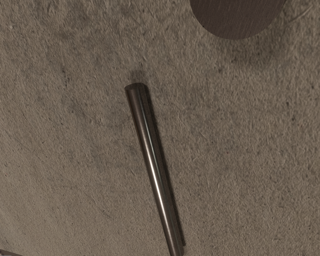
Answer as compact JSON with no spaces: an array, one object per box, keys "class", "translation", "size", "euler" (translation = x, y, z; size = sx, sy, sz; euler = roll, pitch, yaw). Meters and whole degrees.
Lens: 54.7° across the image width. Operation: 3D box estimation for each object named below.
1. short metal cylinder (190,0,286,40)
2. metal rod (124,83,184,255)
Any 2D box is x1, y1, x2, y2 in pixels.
[{"class":"short metal cylinder","translation":[0.072,-0.125,0.275],"size":[0.080,0.050,0.079],"euler":[13,124,20]},{"class":"metal rod","translation":[-0.002,0.078,0.454],"size":[0.025,0.025,0.298],"euler":[1,119,27]}]
